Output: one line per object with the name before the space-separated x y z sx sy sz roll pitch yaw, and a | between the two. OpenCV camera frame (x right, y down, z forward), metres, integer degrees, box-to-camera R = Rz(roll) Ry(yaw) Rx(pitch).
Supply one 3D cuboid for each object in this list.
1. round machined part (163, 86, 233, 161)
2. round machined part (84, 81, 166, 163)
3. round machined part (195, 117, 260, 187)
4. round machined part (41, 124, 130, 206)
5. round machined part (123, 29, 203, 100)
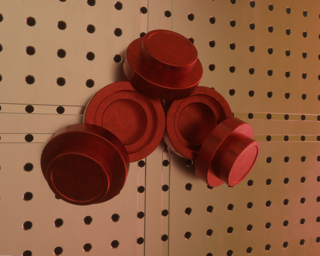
round machined part | 0.046 -0.006 0.422 0.099 0.042 0.097 0 90 -21
round machined part | -0.046 -0.007 0.386 0.099 0.042 0.097 0 90 -21
round machined part | 0.095 0.038 0.412 0.099 0.042 0.097 -29 136 -32
round machined part | -0.086 0.048 0.348 0.099 0.042 0.097 2 115 4
round machined part | 0.007 -0.083 0.380 0.099 0.042 0.098 11 49 -12
